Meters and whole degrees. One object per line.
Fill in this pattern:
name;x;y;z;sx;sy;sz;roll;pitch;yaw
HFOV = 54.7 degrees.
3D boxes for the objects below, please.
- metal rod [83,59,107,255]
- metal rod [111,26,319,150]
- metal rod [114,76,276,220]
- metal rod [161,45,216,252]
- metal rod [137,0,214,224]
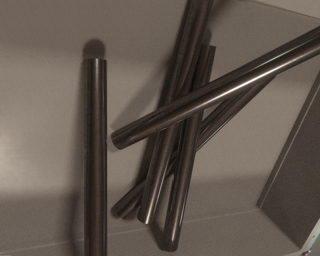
metal rod;-0.071;0.076;0.341;0.025;0.025;0.298;-2;95;-28
metal rod;0.071;-0.045;0.338;0.300;0.025;0.025;-26;134;22
metal rod;0.049;0.022;0.450;0.300;0.025;0.025;-44;130;2
metal rod;0.035;0.039;0.423;0.025;0.025;0.298;-1;110;-28
metal rod;0.014;-0.009;0.394;0.025;0.025;0.298;3;111;-30
